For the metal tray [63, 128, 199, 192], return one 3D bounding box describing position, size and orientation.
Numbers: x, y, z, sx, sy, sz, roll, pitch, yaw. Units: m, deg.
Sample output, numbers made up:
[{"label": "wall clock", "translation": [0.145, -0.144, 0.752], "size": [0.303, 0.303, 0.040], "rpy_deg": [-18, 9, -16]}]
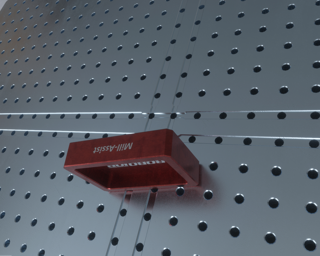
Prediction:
[{"label": "metal tray", "translation": [-0.030, 0.042, 0.357], "size": [0.130, 0.090, 0.030], "rpy_deg": [-9, 58, 24]}]
